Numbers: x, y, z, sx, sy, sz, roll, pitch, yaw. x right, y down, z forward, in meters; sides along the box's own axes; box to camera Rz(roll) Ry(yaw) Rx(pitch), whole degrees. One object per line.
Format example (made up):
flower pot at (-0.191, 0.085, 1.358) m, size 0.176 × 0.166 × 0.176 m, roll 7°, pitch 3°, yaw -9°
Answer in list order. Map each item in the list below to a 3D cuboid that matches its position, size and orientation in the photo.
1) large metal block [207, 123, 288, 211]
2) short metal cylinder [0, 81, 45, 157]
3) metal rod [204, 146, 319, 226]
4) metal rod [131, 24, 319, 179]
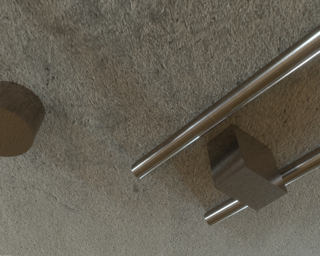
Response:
large metal block at (0.114, 0.052, 0.418) m, size 0.080 × 0.080 × 0.050 m, roll 31°, pitch 123°, yaw -24°
short metal cylinder at (-0.189, -0.010, 0.379) m, size 0.081 × 0.050 × 0.079 m, roll 0°, pitch 130°, yaw 0°
metal rod at (0.188, 0.076, 0.475) m, size 0.025 × 0.025 × 0.299 m, roll 35°, pitch 122°, yaw -26°
metal rod at (0.072, -0.018, 0.393) m, size 0.025 × 0.025 × 0.299 m, roll 37°, pitch 121°, yaw -27°
